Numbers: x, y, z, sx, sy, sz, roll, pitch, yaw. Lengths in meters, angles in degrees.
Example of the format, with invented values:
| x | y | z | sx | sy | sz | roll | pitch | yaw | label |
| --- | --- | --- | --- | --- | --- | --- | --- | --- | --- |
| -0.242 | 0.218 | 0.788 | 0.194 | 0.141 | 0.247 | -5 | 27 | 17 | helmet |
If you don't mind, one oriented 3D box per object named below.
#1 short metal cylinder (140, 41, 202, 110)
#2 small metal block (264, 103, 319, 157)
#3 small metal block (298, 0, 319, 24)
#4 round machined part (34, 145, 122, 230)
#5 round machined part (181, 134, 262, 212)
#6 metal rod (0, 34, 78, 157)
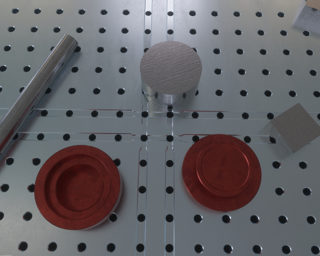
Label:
| x | y | z | sx | sy | sz | roll | pitch | yaw | label |
| --- | --- | --- | --- | --- | --- | --- | --- | --- | --- |
| 0.014 | -0.071 | 0.424 | 0.081 | 0.050 | 0.080 | 0 | 70 | 0 | short metal cylinder |
| 0.177 | 0.003 | 0.412 | 0.050 | 0.025 | 0.050 | -31 | 73 | -11 | small metal block |
| 0.253 | -0.193 | 0.484 | 0.050 | 0.025 | 0.050 | 23 | 72 | 8 | small metal block |
| -0.095 | 0.073 | 0.375 | 0.099 | 0.042 | 0.098 | 0 | 70 | 0 | round machined part |
| 0.077 | 0.053 | 0.384 | 0.099 | 0.042 | 0.098 | 0 | 70 | 0 | round machined part |
| -0.199 | -0.004 | 0.411 | 0.025 | 0.025 | 0.300 | 25 | 72 | 9 | metal rod |
